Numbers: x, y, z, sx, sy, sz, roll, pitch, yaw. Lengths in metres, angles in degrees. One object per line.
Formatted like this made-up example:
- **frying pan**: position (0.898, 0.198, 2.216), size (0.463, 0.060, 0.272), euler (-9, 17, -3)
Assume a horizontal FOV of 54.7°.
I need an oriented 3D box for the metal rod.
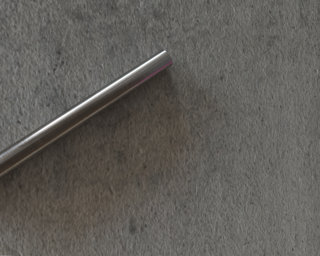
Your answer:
- **metal rod**: position (-0.108, -0.009, 0.369), size (0.301, 0.025, 0.025), euler (-36, 102, -17)
